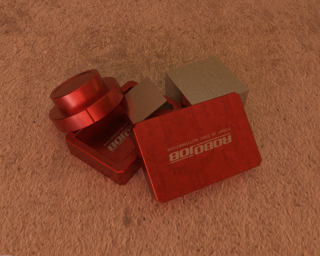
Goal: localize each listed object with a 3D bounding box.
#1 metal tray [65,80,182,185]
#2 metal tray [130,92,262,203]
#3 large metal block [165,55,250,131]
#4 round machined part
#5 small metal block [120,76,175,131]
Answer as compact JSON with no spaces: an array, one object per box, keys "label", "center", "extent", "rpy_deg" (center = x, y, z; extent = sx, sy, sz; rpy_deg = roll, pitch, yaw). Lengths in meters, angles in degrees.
[{"label":"metal tray","center":[-0.042,0.000,0.400],"extent":[0.090,0.030,0.131],"rpy_deg":[28,55,21]},{"label":"metal tray","center":[0.041,0.020,0.355],"extent":[0.131,0.030,0.090],"rpy_deg":[-18,89,-14]},{"label":"large metal block","center":[0.061,-0.047,0.429],"extent":[0.081,0.050,0.080],"rpy_deg":[-21,53,-17]},{"label":"round machined part","center":[-0.100,-0.041,0.400],"extent":[0.098,0.042,0.098],"rpy_deg":[-20,29,12]},{"label":"small metal block","center":[-0.018,-0.030,0.400],"extent":[0.050,0.025,0.050],"rpy_deg":[-39,58,4]}]
